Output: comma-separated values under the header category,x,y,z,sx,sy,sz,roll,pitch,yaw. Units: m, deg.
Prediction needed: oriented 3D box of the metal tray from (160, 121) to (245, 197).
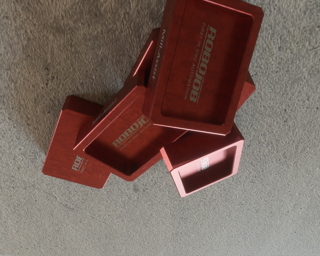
category,x,y,z,sx,sy,sz,roll,pitch,yaw
metal tray,0.056,0.044,0.399,0.090,0.030,0.130,-23,153,-2

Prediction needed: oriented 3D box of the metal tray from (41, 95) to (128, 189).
category,x,y,z,sx,sy,sz,roll,pitch,yaw
metal tray,-0.101,0.025,0.424,0.091,0.030,0.129,19,127,-16

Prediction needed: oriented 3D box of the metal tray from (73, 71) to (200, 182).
category,x,y,z,sx,sy,sz,roll,pitch,yaw
metal tray,-0.029,0.004,0.369,0.090,0.030,0.130,34,122,-26

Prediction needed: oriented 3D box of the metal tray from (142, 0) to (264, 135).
category,x,y,z,sx,sy,sz,roll,pitch,yaw
metal tray,0.041,-0.063,0.307,0.091,0.030,0.129,9,103,-21

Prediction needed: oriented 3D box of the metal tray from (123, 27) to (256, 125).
category,x,y,z,sx,sy,sz,roll,pitch,yaw
metal tray,0.032,-0.048,0.365,0.131,0.030,0.089,21,127,-18
